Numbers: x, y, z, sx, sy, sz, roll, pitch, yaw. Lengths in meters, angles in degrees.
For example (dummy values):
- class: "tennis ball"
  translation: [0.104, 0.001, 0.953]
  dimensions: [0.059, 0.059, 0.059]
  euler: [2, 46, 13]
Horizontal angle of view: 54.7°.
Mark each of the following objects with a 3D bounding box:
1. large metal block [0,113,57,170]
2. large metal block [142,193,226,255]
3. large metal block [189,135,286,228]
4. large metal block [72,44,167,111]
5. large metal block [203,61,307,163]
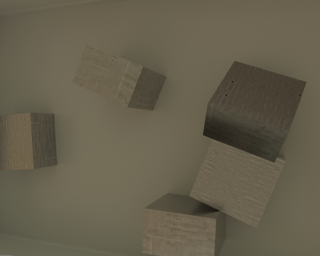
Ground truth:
- class: "large metal block"
  translation: [-0.208, 0.021, 0.471]
  dimensions: [0.080, 0.050, 0.080]
  euler: [-4, 89, 20]
- class: "large metal block"
  translation: [0.033, 0.116, 0.370]
  dimensions: [0.080, 0.080, 0.050]
  euler: [3, 91, 20]
- class: "large metal block"
  translation: [0.092, 0.056, 0.365]
  dimensions: [0.080, 0.050, 0.080]
  euler: [23, 97, 18]
- class: "large metal block"
  translation: [-0.049, -0.062, 0.398]
  dimensions: [0.080, 0.080, 0.050]
  euler: [25, 98, 18]
- class: "large metal block"
  translation: [0.102, -0.021, 0.339]
  dimensions: [0.080, 0.080, 0.050]
  euler: [22, 142, 18]
